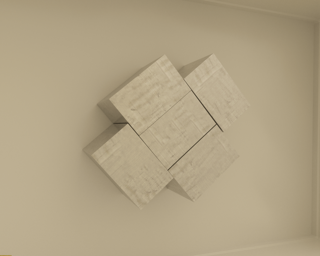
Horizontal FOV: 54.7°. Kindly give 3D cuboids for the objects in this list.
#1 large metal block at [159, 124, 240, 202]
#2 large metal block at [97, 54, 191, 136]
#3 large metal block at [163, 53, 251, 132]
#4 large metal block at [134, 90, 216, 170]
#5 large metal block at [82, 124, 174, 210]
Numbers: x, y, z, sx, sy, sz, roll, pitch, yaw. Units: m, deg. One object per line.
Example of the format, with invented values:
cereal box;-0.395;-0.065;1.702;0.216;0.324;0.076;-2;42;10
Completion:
large metal block;0.039;0.040;0.396;0.080;0.080;0.050;-42;104;-15
large metal block;-0.022;-0.037;0.372;0.080;0.080;0.050;-42;104;-15
large metal block;0.055;-0.042;0.402;0.050;0.080;0.080;-43;104;-15
large metal block;0.008;0.002;0.385;0.080;0.080;0.050;-42;104;-15
large metal block;-0.041;0.041;0.366;0.050;0.080;0.080;-43;104;-15
